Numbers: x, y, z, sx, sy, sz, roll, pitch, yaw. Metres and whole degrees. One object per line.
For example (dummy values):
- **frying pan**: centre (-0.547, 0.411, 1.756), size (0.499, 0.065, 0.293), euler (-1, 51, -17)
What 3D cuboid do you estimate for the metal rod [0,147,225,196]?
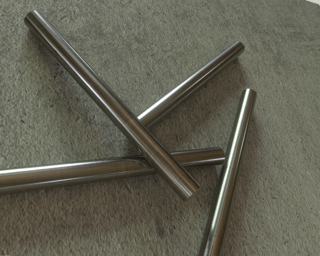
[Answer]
- **metal rod**: centre (-0.051, 0.045, 0.348), size (0.303, 0.025, 0.025), euler (-3, 64, -30)

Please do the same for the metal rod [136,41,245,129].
- **metal rod**: centre (0.054, -0.071, 0.475), size (0.025, 0.025, 0.302), euler (46, 51, 4)

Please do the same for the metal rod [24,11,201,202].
- **metal rod**: centre (-0.065, -0.035, 0.369), size (0.300, 0.025, 0.025), euler (47, 51, 13)

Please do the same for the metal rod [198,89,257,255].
- **metal rod**: centre (0.099, 0.051, 0.425), size (0.025, 0.025, 0.301), euler (32, 52, -8)
